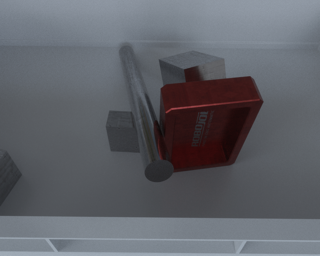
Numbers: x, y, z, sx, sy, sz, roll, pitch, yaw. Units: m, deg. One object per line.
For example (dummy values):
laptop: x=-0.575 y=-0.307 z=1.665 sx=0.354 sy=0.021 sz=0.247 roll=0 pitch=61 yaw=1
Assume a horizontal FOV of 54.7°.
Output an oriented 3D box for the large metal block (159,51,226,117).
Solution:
large metal block: x=0.042 y=-0.049 z=0.393 sx=0.050 sy=0.079 sz=0.080 roll=-18 pitch=25 yaw=-15

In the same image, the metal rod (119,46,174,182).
metal rod: x=-0.028 y=-0.043 z=0.386 sx=0.025 sy=0.025 sz=0.300 roll=-8 pitch=34 yaw=-7

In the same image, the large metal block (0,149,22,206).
large metal block: x=-0.216 y=0.061 z=0.335 sx=0.080 sy=0.050 sz=0.080 roll=13 pitch=51 yaw=10

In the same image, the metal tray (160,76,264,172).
metal tray: x=0.046 y=0.003 z=0.334 sx=0.091 sy=0.129 sz=0.030 roll=-7 pitch=57 yaw=-6

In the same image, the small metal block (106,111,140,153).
small metal block: x=-0.037 y=0.006 z=0.384 sx=0.050 sy=0.050 sz=0.025 roll=3 pitch=50 yaw=2
